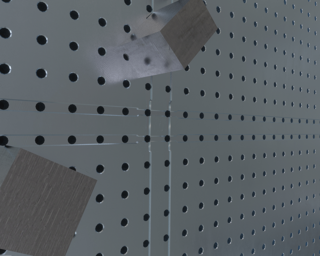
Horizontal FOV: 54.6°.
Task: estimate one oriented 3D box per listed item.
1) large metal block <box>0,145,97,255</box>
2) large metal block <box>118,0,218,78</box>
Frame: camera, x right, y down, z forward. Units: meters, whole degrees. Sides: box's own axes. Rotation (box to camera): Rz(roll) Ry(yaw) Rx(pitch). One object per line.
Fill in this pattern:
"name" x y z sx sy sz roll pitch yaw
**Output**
"large metal block" -0.120 0.070 0.292 0.080 0.050 0.080 33 70 -35
"large metal block" 0.010 -0.111 0.380 0.080 0.080 0.050 -52 121 -27
